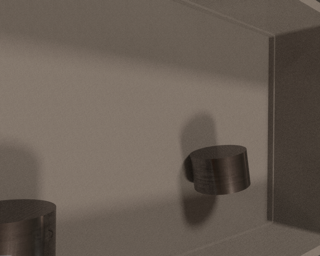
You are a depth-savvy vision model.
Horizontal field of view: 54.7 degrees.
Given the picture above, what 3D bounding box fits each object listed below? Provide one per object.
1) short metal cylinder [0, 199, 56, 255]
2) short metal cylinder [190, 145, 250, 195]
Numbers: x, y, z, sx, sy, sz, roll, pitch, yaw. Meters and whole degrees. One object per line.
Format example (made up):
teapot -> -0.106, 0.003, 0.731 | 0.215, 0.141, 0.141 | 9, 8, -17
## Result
short metal cylinder -> -0.131, 0.094, 0.262 | 0.081, 0.080, 0.050 | 1, 90, -40
short metal cylinder -> 0.086, 0.058, 0.446 | 0.081, 0.080, 0.050 | -15, 100, -39
